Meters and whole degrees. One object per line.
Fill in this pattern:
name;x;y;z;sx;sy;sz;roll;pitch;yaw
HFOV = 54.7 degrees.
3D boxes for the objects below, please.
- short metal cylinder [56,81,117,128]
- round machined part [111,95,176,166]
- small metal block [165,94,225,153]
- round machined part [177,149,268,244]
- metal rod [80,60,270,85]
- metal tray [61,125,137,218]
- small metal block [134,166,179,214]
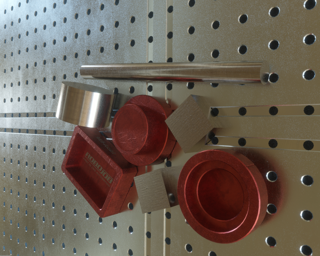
short metal cylinder;-0.110;-0.036;0.464;0.080;0.081;0.050;23;104;38
round machined part;-0.028;0.003;0.421;0.098;0.042;0.097;-3;85;39
small metal block;0.041;-0.005;0.376;0.050;0.025;0.050;-46;63;30
round machined part;0.071;0.071;0.340;0.098;0.042;0.097;0;90;40
metal rod;-0.006;-0.075;0.414;0.300;0.025;0.025;9;96;39
metal tray;-0.101;0.065;0.489;0.130;0.030;0.089;38;114;33
small metal block;-0.003;0.083;0.413;0.050;0.025;0.050;-24;75;37
